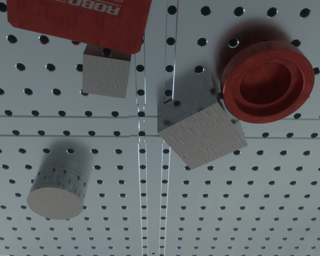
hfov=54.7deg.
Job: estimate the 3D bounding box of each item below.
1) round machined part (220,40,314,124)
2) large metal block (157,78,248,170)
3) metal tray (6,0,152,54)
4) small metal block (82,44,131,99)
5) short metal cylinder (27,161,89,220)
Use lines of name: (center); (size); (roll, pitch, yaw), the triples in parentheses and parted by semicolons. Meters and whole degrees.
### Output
round machined part: (0.118, -0.055, 0.356); (0.099, 0.042, 0.097); (-1, 130, 0)
large metal block: (0.053, -0.002, 0.394); (0.080, 0.050, 0.080); (-27, 125, 21)
metal tray: (-0.074, -0.130, 0.297); (0.131, 0.030, 0.089); (11, 129, -10)
small metal block: (-0.061, -0.064, 0.356); (0.050, 0.025, 0.050); (7, 130, -7)
short metal cylinder: (-0.155, 0.097, 0.476); (0.081, 0.050, 0.079); (0, 130, 0)
